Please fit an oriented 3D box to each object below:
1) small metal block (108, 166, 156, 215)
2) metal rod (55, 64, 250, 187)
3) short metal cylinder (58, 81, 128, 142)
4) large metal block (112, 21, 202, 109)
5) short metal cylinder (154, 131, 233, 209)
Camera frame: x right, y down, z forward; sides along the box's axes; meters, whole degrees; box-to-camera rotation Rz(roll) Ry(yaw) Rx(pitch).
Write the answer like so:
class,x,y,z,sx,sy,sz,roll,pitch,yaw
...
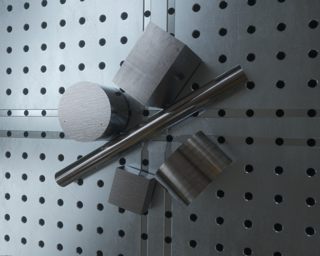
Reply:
class,x,y,z,sx,sy,sz,roll,pitch,yaw
small metal block,-0.038,0.084,0.422,0.050,0.025,0.050,16,95,19
metal rod,-0.023,0.005,0.417,0.300,0.025,0.025,-30,80,17
short metal cylinder,-0.091,-0.021,0.427,0.080,0.050,0.079,0,90,20
large metal block,-0.001,-0.072,0.380,0.050,0.080,0.080,38,102,16
short metal cylinder,0.039,0.049,0.366,0.050,0.080,0.080,45,104,14
